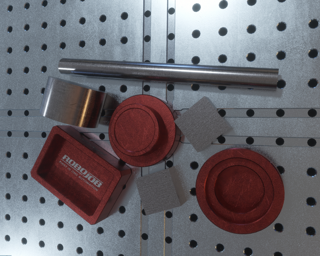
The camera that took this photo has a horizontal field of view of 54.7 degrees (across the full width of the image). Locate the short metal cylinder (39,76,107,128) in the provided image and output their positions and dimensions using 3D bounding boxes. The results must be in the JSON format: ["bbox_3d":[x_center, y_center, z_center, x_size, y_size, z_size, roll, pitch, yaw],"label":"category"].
[{"bbox_3d":[-0.118,-0.036,0.425,0.080,0.080,0.050,19,96,19],"label":"short metal cylinder"}]

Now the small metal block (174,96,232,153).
[{"bbox_3d":[0.055,-0.005,0.393,0.050,0.025,0.050,-40,78,15],"label":"small metal block"}]

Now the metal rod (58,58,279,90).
[{"bbox_3d":[-0.003,-0.075,0.413,0.301,0.025,0.025,7,93,19],"label":"metal rod"}]

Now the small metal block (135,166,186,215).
[{"bbox_3d":[0.001,0.083,0.412,0.050,0.025,0.050,-20,83,18],"label":"small metal block"}]

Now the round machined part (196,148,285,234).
[{"bbox_3d":[0.095,0.071,0.370,0.098,0.042,0.097,0,90,20],"label":"round machined part"}]

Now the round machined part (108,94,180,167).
[{"bbox_3d":[-0.026,0.003,0.412,0.098,0.042,0.097,-1,87,19],"label":"round machined part"}]

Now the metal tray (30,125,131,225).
[{"bbox_3d":[-0.117,0.065,0.451,0.130,0.030,0.090,32,101,17],"label":"metal tray"}]
